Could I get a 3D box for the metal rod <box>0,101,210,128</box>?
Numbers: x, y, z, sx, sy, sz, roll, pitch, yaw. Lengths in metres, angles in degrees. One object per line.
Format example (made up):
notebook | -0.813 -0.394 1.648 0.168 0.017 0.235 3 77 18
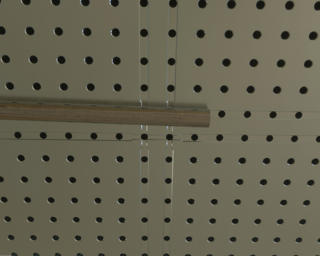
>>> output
metal rod | -0.086 -0.019 0.405 0.302 0.025 0.025 2 110 -1
